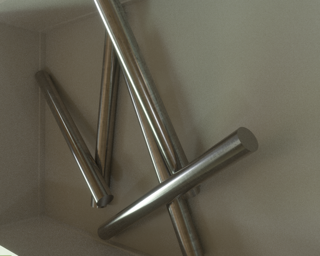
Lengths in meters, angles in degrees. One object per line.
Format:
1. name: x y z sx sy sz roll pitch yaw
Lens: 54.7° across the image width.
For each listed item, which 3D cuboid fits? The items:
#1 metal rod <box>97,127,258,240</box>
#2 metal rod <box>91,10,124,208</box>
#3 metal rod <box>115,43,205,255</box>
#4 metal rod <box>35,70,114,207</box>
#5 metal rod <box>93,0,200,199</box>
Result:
1. metal rod: -0.003 0.084 0.373 0.299 0.025 0.025 -43 64 42
2. metal rod: -0.080 -0.027 0.470 0.025 0.025 0.298 10 96 39
3. metal rod: -0.006 0.020 0.409 0.025 0.025 0.299 -30 71 35
4. metal rod: -0.150 0.000 0.505 0.025 0.025 0.300 -55 52 25
5. metal rod: -0.021 -0.054 0.344 0.025 0.025 0.299 -13 106 39
